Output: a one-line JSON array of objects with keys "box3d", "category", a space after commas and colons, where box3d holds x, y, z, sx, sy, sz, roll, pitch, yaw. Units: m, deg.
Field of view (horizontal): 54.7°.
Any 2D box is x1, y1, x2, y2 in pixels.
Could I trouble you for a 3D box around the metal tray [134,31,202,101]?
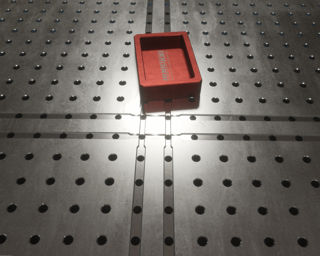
[{"box3d": [0.009, -0.101, 0.489, 0.091, 0.030, 0.130, -5, 50, -5], "category": "metal tray"}]
